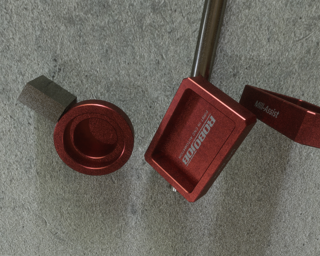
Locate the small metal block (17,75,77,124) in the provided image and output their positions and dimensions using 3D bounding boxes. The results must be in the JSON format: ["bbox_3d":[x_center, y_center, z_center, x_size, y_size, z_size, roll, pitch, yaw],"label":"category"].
[{"bbox_3d":[-0.137,-0.037,0.381,0.050,0.050,0.025,34,106,-12],"label":"small metal block"}]

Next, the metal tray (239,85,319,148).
[{"bbox_3d":[0.156,-0.012,0.343,0.091,0.130,0.030,12,106,-16],"label":"metal tray"}]

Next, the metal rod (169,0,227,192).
[{"bbox_3d":[0.049,-0.053,0.390,0.025,0.025,0.298,8,110,-4],"label":"metal rod"}]

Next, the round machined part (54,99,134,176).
[{"bbox_3d":[-0.082,0.009,0.402,0.099,0.042,0.097,-1,112,-2],"label":"round machined part"}]

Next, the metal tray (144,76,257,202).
[{"bbox_3d":[0.043,0.014,0.374,0.090,0.030,0.129,41,122,23],"label":"metal tray"}]
